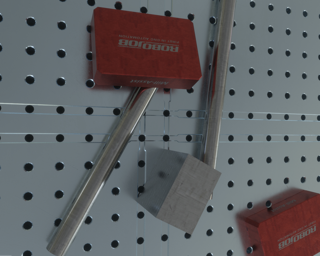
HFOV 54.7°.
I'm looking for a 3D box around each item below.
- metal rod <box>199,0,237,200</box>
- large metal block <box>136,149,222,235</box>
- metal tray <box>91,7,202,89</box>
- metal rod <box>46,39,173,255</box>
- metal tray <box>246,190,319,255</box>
[{"bbox_3d":[0.081,-0.050,0.443,0.025,0.025,0.298,8,87,-20],"label":"metal rod"},{"bbox_3d":[0.021,0.076,0.392,0.050,0.080,0.080,31,80,-18],"label":"large metal block"},{"bbox_3d":[-0.017,-0.098,0.389,0.131,0.030,0.090,0,71,-21],"label":"metal tray"},{"bbox_3d":[-0.054,0.017,0.393,0.025,0.025,0.299,32,80,-18],"label":"metal rod"},{"bbox_3d":[0.206,0.164,0.489,0.131,0.030,0.089,-18,96,-20],"label":"metal tray"}]
